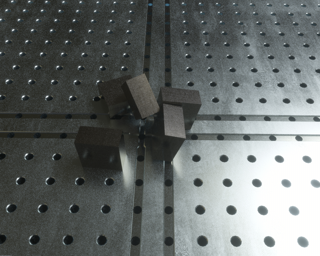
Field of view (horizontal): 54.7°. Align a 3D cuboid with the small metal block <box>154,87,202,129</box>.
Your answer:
[{"bbox_3d":[0.022,-0.025,0.407,0.050,0.050,0.025,4,50,-12],"label":"small metal block"}]

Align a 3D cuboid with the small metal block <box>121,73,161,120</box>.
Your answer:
[{"bbox_3d":[-0.026,-0.039,0.401,0.025,0.050,0.050,-25,95,-13],"label":"small metal block"}]

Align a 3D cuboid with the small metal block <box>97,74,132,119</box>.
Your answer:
[{"bbox_3d":[-0.057,-0.046,0.446,0.050,0.025,0.050,-19,53,-16],"label":"small metal block"}]

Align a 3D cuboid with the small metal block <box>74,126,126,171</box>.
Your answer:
[{"bbox_3d":[-0.069,0.025,0.370,0.050,0.050,0.025,5,50,4],"label":"small metal block"}]

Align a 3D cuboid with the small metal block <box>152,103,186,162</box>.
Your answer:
[{"bbox_3d":[0.009,0.006,0.383,0.025,0.050,0.050,10,49,-15],"label":"small metal block"}]
